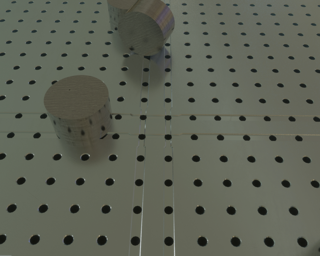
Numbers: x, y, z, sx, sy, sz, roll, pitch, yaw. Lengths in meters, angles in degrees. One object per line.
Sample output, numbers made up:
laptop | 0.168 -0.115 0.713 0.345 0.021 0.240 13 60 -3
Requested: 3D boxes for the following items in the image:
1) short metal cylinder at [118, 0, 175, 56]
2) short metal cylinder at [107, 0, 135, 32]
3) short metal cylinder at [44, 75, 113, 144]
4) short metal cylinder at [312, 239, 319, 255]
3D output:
short metal cylinder | -0.022 -0.167 0.512 0.080 0.080 0.050 17 52 13
short metal cylinder | -0.055 -0.217 0.573 0.081 0.050 0.080 0 50 0
short metal cylinder | -0.106 -0.025 0.411 0.081 0.050 0.080 0 50 0
short metal cylinder | 0.193 0.126 0.288 0.081 0.050 0.080 0 50 0
